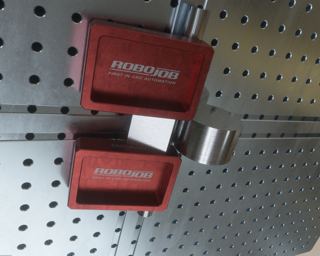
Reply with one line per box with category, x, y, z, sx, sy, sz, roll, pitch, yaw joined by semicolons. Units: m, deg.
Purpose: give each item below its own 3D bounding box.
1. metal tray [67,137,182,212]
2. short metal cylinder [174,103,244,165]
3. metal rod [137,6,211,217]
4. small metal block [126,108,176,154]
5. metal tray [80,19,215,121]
metal tray;-0.047;0.062;0.399;0.131;0.030;0.089;6;116;-18
short metal cylinder;0.063;0.006;0.410;0.081;0.080;0.050;0;119;-29
metal rod;0.011;-0.004;0.410;0.025;0.025;0.298;0;118;-29
small metal block;-0.010;-0.001;0.386;0.050;0.025;0.050;15;114;-1
metal tray;-0.016;-0.060;0.340;0.131;0.030;0.089;6;116;-18
